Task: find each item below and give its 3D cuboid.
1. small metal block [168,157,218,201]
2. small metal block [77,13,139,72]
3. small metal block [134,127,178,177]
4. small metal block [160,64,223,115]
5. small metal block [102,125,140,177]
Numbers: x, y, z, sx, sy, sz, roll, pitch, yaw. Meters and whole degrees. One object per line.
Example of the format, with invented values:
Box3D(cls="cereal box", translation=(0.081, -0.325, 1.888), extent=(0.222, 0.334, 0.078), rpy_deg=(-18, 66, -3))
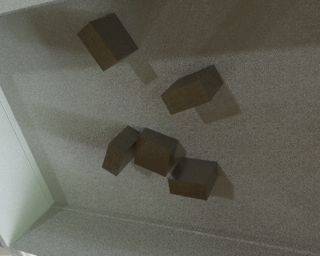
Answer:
Box3D(cls="small metal block", translation=(0.045, 0.066, 0.410), extent=(0.050, 0.050, 0.025), rpy_deg=(5, 121, 25))
Box3D(cls="small metal block", translation=(-0.059, -0.101, 0.362), extent=(0.025, 0.050, 0.050), rpy_deg=(-26, 104, 37))
Box3D(cls="small metal block", translation=(-0.006, 0.034, 0.433), extent=(0.050, 0.025, 0.050), rpy_deg=(21, 127, 15))
Box3D(cls="small metal block", translation=(0.036, -0.043, 0.347), extent=(0.050, 0.050, 0.025), rpy_deg=(-18, 109, 35))
Box3D(cls="small metal block", translation=(-0.054, 0.032, 0.441), extent=(0.025, 0.050, 0.050), rpy_deg=(30, 128, 9))
